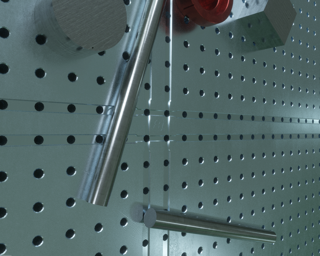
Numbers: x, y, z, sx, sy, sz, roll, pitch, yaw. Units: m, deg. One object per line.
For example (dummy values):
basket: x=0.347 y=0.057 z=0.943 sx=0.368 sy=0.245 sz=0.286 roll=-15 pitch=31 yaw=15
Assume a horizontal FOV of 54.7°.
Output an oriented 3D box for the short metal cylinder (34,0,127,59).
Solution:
short metal cylinder: x=-0.082 y=-0.116 z=0.323 sx=0.081 sy=0.050 sz=0.080 roll=0 pitch=90 yaw=-40

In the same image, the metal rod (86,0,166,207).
metal rod: x=-0.034 y=-0.056 z=0.380 sx=0.025 sy=0.025 sz=0.299 roll=24 pitch=75 yaw=-38

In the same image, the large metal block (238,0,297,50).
large metal block: x=0.194 y=-0.200 z=0.555 sx=0.080 sy=0.050 sz=0.080 roll=41 pitch=65 yaw=-32

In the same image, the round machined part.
round machined part: x=0.059 y=-0.195 z=0.447 sx=0.099 sy=0.042 sz=0.097 roll=0 pitch=90 yaw=-40

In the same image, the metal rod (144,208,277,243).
metal rod: x=0.097 y=0.160 z=0.490 sx=0.302 sy=0.025 sz=0.025 roll=22 pitch=76 yaw=-38
